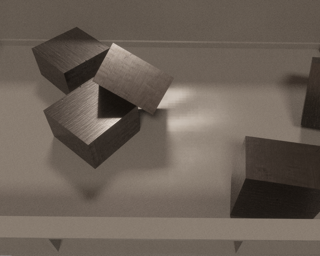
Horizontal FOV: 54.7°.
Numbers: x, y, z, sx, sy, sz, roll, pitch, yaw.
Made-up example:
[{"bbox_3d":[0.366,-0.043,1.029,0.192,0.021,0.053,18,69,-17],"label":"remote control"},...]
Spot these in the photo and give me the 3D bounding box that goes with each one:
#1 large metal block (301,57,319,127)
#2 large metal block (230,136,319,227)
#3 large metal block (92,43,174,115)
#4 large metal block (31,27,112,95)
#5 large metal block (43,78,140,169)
[{"bbox_3d":[0.229,-0.043,0.390,0.080,0.079,0.050,10,24,23],"label":"large metal block"},{"bbox_3d":[0.121,0.057,0.323,0.080,0.080,0.050,8,51,6],"label":"large metal block"},{"bbox_3d":[-0.032,-0.062,0.398,0.080,0.080,0.050,29,97,-7],"label":"large metal block"},{"bbox_3d":[-0.131,-0.101,0.472,0.080,0.050,0.080,36,59,26],"label":"large metal block"},{"bbox_3d":[-0.084,-0.009,0.395,0.080,0.050,0.080,33,57,24],"label":"large metal block"}]
